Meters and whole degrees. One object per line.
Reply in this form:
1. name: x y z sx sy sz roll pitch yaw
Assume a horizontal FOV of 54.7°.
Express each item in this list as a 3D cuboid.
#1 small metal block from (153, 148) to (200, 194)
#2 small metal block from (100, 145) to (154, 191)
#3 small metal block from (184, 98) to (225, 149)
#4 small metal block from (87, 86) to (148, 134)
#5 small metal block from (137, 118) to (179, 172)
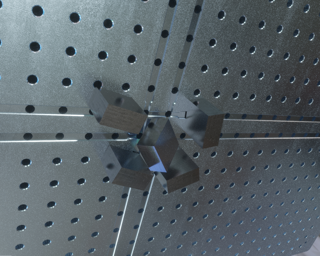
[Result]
1. small metal block: 0.022 0.061 0.447 0.050 0.050 0.025 -19 126 -18
2. small metal block: -0.044 0.052 0.405 0.050 0.050 0.025 22 108 -37
3. small metal block: 0.059 -0.007 0.425 0.025 0.050 0.050 -9 123 -24
4. small metal block: -0.049 -0.021 0.356 0.050 0.050 0.025 16 110 -35
5. small metal block: -0.001 0.022 0.409 0.050 0.025 0.050 -62 142 -39
